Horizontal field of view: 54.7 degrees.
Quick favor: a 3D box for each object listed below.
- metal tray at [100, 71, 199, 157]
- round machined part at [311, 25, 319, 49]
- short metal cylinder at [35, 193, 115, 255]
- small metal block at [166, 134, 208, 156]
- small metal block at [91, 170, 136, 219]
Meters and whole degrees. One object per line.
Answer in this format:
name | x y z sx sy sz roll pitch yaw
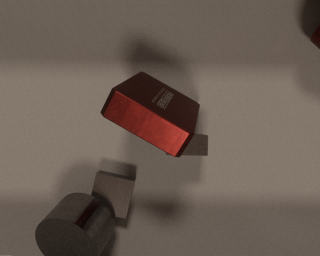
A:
metal tray | -0.003 -0.023 0.358 0.090 0.130 0.030 30 110 0
round machined part | 0.238 -0.129 0.374 0.098 0.098 0.042 -38 74 0
short metal cylinder | -0.103 0.128 0.382 0.080 0.050 0.079 6 114 14
small metal block | 0.033 0.021 0.399 0.050 0.050 0.025 1 90 -1
small metal block | -0.063 0.087 0.411 0.050 0.025 0.050 13 90 -1
